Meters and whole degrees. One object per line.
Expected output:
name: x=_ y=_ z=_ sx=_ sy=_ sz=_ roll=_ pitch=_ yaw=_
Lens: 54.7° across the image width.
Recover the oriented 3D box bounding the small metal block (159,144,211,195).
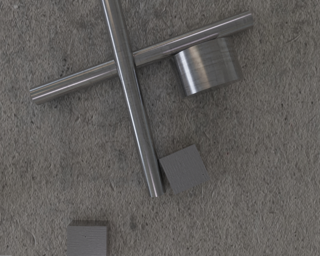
small metal block: x=0.032 y=0.053 z=0.410 sx=0.050 sy=0.025 sz=0.050 roll=-24 pitch=90 yaw=0

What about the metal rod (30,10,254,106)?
metal rod: x=-0.023 y=-0.093 z=0.409 sx=0.301 sy=0.025 sz=0.025 roll=-20 pitch=90 yaw=0

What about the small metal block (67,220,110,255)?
small metal block: x=-0.094 y=0.151 z=0.409 sx=0.050 sy=0.025 sz=0.050 roll=1 pitch=90 yaw=0

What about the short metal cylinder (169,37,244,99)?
short metal cylinder: x=0.057 y=-0.072 z=0.383 sx=0.080 sy=0.080 sz=0.050 roll=-18 pitch=90 yaw=0

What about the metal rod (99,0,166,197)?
metal rod: x=-0.038 y=-0.057 z=0.387 sx=0.025 sy=0.025 sz=0.298 roll=-13 pitch=99 yaw=0
